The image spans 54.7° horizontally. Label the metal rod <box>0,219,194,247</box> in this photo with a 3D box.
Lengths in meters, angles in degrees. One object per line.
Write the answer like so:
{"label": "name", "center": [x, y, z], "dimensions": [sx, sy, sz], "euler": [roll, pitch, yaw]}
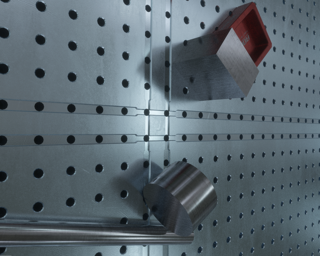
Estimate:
{"label": "metal rod", "center": [-0.073, 0.119, 0.347], "dimensions": [0.302, 0.025, 0.025], "euler": [17, 79, -39]}

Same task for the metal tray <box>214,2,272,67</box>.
{"label": "metal tray", "center": [0.133, -0.137, 0.516], "dimensions": [0.130, 0.030, 0.090], "euler": [-50, 119, -28]}

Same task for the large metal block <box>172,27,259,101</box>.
{"label": "large metal block", "center": [0.079, -0.086, 0.439], "dimensions": [0.080, 0.080, 0.050], "euler": [46, 63, -31]}

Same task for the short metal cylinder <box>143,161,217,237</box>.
{"label": "short metal cylinder", "center": [0.025, 0.089, 0.395], "dimensions": [0.050, 0.080, 0.080], "euler": [-36, 112, -34]}
